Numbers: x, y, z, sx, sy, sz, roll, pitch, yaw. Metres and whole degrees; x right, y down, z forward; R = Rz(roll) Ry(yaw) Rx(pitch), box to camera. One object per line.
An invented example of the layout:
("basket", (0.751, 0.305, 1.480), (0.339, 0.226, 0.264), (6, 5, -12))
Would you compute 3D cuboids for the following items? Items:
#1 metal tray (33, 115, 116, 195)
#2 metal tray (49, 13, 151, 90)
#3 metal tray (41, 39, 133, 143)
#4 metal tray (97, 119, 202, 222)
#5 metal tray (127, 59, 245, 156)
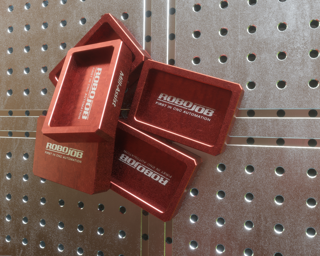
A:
("metal tray", (-0.124, 0.033, 0.436), (0.130, 0.030, 0.090), (8, 94, 34))
("metal tray", (-0.086, -0.083, 0.440), (0.130, 0.030, 0.090), (-41, 76, 15))
("metal tray", (-0.091, -0.047, 0.397), (0.090, 0.030, 0.130), (-2, 65, 27))
("metal tray", (-0.022, 0.053, 0.417), (0.130, 0.030, 0.090), (27, 99, 18))
("metal tray", (0.031, -0.028, 0.398), (0.130, 0.030, 0.090), (19, 97, 18))
